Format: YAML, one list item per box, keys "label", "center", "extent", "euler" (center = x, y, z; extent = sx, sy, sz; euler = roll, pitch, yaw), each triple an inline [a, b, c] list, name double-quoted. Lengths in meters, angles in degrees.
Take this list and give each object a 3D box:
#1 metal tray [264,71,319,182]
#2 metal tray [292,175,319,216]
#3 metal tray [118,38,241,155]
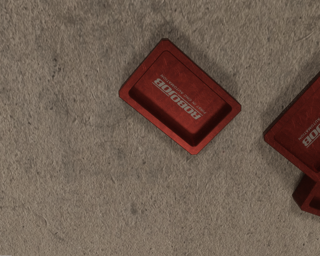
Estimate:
- label: "metal tray"
  center: [0.208, -0.008, 0.391]
  extent: [0.090, 0.030, 0.129]
  euler: [41, 106, 7]
- label: "metal tray"
  center: [0.273, 0.092, 0.445]
  extent: [0.131, 0.030, 0.089]
  euler: [20, 109, -8]
- label: "metal tray"
  center: [0.025, -0.038, 0.393]
  extent: [0.130, 0.030, 0.090]
  euler: [39, 105, -14]
